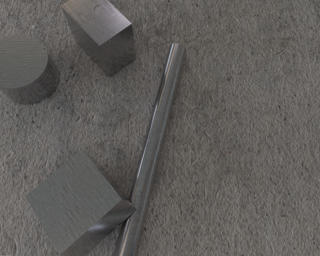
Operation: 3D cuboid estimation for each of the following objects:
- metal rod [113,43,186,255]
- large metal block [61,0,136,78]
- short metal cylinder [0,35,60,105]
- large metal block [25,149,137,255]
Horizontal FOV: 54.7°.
[{"bbox_3d":[-0.009,0.021,0.400,0.025,0.025,0.299,13,70,4],"label":"metal rod"},{"bbox_3d":[-0.080,-0.129,0.425,0.050,0.080,0.080,-40,75,-13],"label":"large metal block"},{"bbox_3d":[-0.185,-0.078,0.422,0.081,0.050,0.080,0,70,0],"label":"short metal cylinder"},{"bbox_3d":[-0.088,0.085,0.350,0.080,0.050,0.080,-41,61,-8],"label":"large metal block"}]
